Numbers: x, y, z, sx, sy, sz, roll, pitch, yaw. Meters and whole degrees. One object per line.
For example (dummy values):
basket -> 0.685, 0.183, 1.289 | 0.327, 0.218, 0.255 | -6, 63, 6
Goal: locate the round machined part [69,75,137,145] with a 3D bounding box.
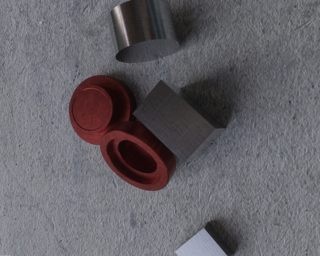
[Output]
round machined part -> -0.085, -0.025, 0.429 | 0.098, 0.042, 0.097 | 0, 90, 19

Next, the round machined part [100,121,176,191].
round machined part -> -0.023, 0.030, 0.390 | 0.098, 0.042, 0.097 | 20, 137, 20

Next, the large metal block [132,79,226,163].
large metal block -> 0.027, -0.008, 0.370 | 0.080, 0.080, 0.050 | 44, 103, 14

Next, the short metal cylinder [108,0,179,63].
short metal cylinder -> -0.020, -0.119, 0.386 | 0.080, 0.080, 0.050 | -13, 86, 19

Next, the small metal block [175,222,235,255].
small metal block -> 0.056, 0.157, 0.389 | 0.050, 0.025, 0.050 | -44, 77, 14
